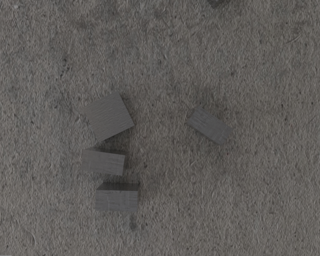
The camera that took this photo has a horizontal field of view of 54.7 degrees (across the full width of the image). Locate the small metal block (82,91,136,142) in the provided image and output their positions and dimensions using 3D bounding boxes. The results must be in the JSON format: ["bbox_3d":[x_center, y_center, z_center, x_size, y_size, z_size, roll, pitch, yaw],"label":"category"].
[{"bbox_3d":[-0.066,-0.015,0.409,0.050,0.025,0.050,-26,90,0],"label":"small metal block"}]

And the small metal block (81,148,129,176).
[{"bbox_3d":[-0.069,0.041,0.397,0.050,0.050,0.025,8,90,0],"label":"small metal block"}]

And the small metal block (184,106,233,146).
[{"bbox_3d":[0.061,-0.003,0.398,0.050,0.050,0.025,34,90,0],"label":"small metal block"}]

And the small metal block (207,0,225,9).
[{"bbox_3d":[0.078,-0.197,0.410,0.050,0.025,0.050,-36,90,0],"label":"small metal block"}]

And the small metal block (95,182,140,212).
[{"bbox_3d":[-0.052,0.087,0.397,0.050,0.050,0.025,2,90,0],"label":"small metal block"}]
